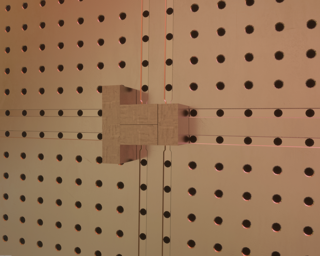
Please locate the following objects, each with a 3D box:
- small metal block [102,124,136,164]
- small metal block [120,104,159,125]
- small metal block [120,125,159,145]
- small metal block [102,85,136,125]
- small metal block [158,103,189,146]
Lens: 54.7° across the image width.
[{"bbox_3d":[-0.054,0.020,0.416,0.025,0.050,0.050,0,90,20],"label":"small metal block"},{"bbox_3d":[-0.018,-0.017,0.404,0.050,0.050,0.025,0,90,19],"label":"small metal block"},{"bbox_3d":[-0.018,0.008,0.404,0.050,0.050,0.025,0,90,19],"label":"small metal block"},{"bbox_3d":[-0.054,-0.029,0.416,0.025,0.050,0.050,0,90,20],"label":"small metal block"},{"bbox_3d":[0.018,-0.004,0.391,0.025,0.050,0.050,0,90,20],"label":"small metal block"}]
